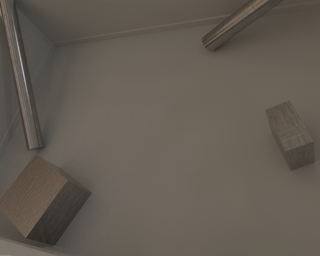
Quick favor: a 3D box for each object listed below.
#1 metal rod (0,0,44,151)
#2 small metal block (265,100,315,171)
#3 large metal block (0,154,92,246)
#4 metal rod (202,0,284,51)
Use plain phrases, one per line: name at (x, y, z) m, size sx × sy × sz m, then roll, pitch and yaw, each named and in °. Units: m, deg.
metal rod at (-0.233, -0.110, 0.509) m, size 0.025 × 0.025 × 0.298 m, roll -17°, pitch 82°, yaw 18°
small metal block at (0.132, 0.009, 0.315) m, size 0.025 × 0.050 × 0.050 m, roll -24°, pitch 53°, yaw 14°
large metal block at (-0.153, 0.094, 0.410) m, size 0.080 × 0.050 × 0.080 m, roll 25°, pitch 75°, yaw 36°
metal rod at (0.161, -0.174, 0.340) m, size 0.299 × 0.025 × 0.025 m, roll -30°, pitch 46°, yaw 45°
